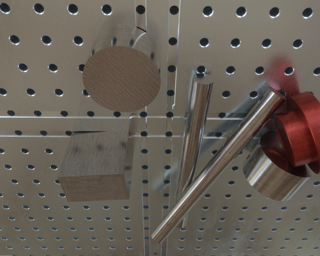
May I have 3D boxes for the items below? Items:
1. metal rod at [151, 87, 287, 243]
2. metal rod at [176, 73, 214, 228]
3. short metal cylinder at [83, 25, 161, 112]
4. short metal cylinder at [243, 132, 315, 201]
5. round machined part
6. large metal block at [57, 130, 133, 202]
[{"bbox_3d":[0.070,0.069,0.445,0.025,0.025,0.298,24,119,-19],"label":"metal rod"},{"bbox_3d":[0.043,0.056,0.458,0.025,0.025,0.298,2,130,-2],"label":"metal rod"},{"bbox_3d":[-0.039,-0.064,0.340,0.081,0.050,0.079,0,130,0],"label":"short metal cylinder"},{"bbox_3d":[0.161,0.051,0.420,0.081,0.080,0.050,13,129,-11],"label":"short metal cylinder"},{"bbox_3d":[0.170,0.009,0.372,0.042,0.098,0.098,-19,128,11],"label":"round machined part"},{"bbox_3d":[-0.082,0.050,0.417,0.080,0.080,0.050,-3,130,2],"label":"large metal block"}]
